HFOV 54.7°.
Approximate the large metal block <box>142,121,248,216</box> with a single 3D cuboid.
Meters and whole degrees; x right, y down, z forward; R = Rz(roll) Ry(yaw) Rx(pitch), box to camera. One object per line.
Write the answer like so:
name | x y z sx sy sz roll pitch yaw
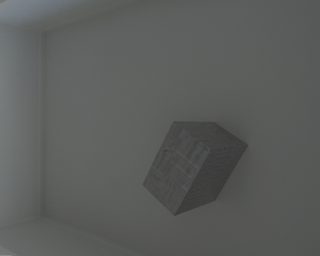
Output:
large metal block | 0.039 0.040 0.337 0.050 0.081 0.079 38 113 33
